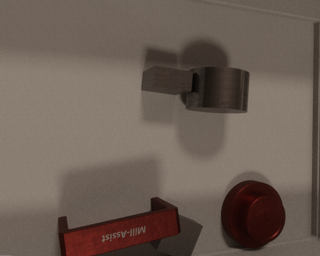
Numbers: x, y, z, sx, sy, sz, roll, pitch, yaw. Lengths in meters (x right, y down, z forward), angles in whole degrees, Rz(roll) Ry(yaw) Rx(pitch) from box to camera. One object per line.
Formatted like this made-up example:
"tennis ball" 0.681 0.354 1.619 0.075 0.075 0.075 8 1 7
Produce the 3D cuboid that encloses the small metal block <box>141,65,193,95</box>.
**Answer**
"small metal block" 0.008 -0.060 0.401 0.050 0.050 0.025 6 88 -20

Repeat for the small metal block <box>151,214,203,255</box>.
"small metal block" 0.023 0.145 0.421 0.050 0.025 0.050 27 81 -19

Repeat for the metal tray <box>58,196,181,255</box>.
"metal tray" -0.052 0.115 0.372 0.131 0.090 0.030 -7 89 -19

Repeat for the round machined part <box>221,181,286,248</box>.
"round machined part" 0.144 0.129 0.457 0.099 0.042 0.097 0 90 -21

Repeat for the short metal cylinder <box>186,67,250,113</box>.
"short metal cylinder" 0.076 -0.048 0.411 0.081 0.080 0.050 4 89 -20
